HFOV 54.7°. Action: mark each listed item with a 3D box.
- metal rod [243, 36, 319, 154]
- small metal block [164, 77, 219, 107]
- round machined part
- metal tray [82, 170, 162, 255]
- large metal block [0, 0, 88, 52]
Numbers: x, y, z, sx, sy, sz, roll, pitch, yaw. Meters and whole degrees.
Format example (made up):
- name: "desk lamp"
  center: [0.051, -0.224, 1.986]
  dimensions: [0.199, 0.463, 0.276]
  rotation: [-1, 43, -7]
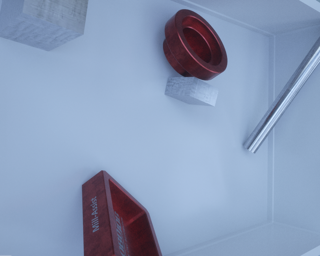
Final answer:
- name: "metal rod"
  center: [0.236, -0.086, 0.519]
  dimensions: [0.025, 0.025, 0.299]
  rotation: [25, 102, -38]
- name: "small metal block"
  center: [0.044, -0.050, 0.427]
  dimensions: [0.050, 0.050, 0.025]
  rotation: [17, 86, -39]
- name: "round machined part"
  center: [0.043, -0.106, 0.418]
  dimensions: [0.099, 0.042, 0.098]
  rotation: [24, 51, -33]
- name: "metal tray"
  center: [-0.036, 0.111, 0.313]
  dimensions: [0.030, 0.130, 0.090]
  rotation: [-38, 119, 4]
- name: "large metal block"
  center: [-0.106, -0.123, 0.283]
  dimensions: [0.050, 0.080, 0.080]
  rotation: [11, 83, -40]
